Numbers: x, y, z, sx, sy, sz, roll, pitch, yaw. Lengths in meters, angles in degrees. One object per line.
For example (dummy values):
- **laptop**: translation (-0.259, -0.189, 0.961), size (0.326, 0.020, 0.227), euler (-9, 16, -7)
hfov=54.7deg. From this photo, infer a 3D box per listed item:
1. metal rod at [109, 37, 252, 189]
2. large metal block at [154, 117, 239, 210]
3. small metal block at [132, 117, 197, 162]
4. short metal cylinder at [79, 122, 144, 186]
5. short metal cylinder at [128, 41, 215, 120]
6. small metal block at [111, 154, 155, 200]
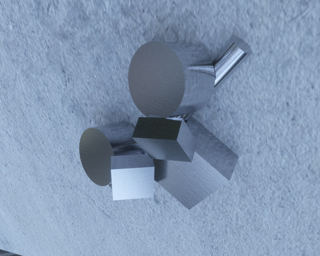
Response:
- **metal rod**: translation (0.006, 0.003, 0.405), size (0.025, 0.025, 0.298), euler (41, 129, -1)
- **large metal block**: translation (0.039, 0.046, 0.397), size (0.080, 0.050, 0.080), euler (41, 129, -1)
- **small metal block**: translation (0.006, 0.013, 0.331), size (0.050, 0.025, 0.050), euler (2, 150, 27)
- **short metal cylinder**: translation (-0.068, 0.034, 0.429), size (0.080, 0.050, 0.079), euler (12, 108, 41)
- **short metal cylinder**: translation (0.011, -0.052, 0.334), size (0.080, 0.050, 0.079), euler (12, 108, 42)
- **small metal block**: translation (-0.034, 0.061, 0.382), size (0.050, 0.025, 0.050), euler (-3, 123, -8)
